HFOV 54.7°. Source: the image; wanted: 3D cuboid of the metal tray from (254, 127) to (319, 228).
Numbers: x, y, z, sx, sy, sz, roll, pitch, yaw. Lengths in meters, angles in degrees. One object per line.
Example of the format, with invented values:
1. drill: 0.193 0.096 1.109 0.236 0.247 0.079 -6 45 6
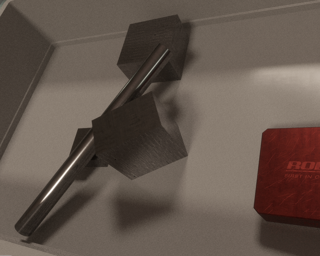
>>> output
1. metal tray: 0.159 0.044 0.282 0.130 0.030 0.090 -2 60 34

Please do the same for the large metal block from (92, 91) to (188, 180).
1. large metal block: -0.023 0.013 0.373 0.080 0.080 0.050 -25 53 12

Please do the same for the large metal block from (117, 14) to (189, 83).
1. large metal block: -0.008 -0.115 0.463 0.080 0.050 0.080 -2 61 27

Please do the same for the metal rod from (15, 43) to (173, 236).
1. metal rod: -0.086 0.016 0.401 0.299 0.025 0.025 -51 52 2

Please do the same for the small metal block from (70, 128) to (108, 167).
1. small metal block: -0.096 0.027 0.437 0.050 0.025 0.050 -3 60 26
